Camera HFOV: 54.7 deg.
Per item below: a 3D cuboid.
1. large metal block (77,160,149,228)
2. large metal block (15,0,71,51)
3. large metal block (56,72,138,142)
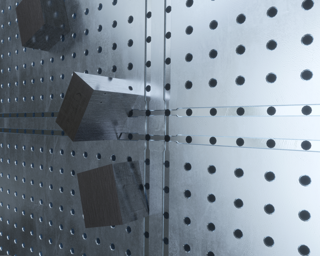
[{"bbox_3d":[-0.070,0.096,0.448,0.080,0.050,0.080,-19,78,38],"label":"large metal block"},{"bbox_3d":[-0.216,-0.199,0.567,0.080,0.050,0.080,-23,76,37],"label":"large metal block"},{"bbox_3d":[-0.090,-0.029,0.445,0.050,0.081,0.079,41,115,32],"label":"large metal block"}]
